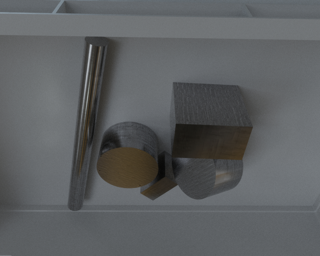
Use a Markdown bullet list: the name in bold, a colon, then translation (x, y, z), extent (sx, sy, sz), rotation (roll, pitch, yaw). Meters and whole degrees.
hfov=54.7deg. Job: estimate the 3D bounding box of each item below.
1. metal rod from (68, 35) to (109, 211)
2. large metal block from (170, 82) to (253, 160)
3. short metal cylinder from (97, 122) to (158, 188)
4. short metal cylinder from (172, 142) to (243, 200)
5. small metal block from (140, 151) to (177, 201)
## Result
- **metal rod**: translation (-0.104, 0.017, 0.422), extent (0.025, 0.025, 0.298), rotation (11, 129, -10)
- **large metal block**: translation (0.055, -0.010, 0.366), extent (0.081, 0.080, 0.050), rotation (2, 130, -3)
- **short metal cylinder**: translation (-0.042, 0.038, 0.424), extent (0.081, 0.050, 0.079), rotation (0, 130, 0)
- **short metal cylinder**: translation (0.061, 0.048, 0.406), extent (0.050, 0.080, 0.079), rotation (-7, 139, -37)
- **small metal block**: translation (-0.002, 0.069, 0.452), extent (0.025, 0.050, 0.050), rotation (37, 121, -27)
